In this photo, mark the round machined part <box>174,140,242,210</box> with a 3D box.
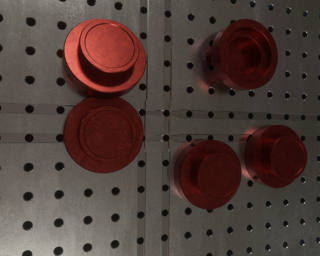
[{"bbox_3d":[0.073,0.066,0.432,0.099,0.042,0.097,0,90,-20],"label":"round machined part"}]

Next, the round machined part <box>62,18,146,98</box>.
[{"bbox_3d":[-0.063,-0.088,0.368,0.099,0.042,0.098,6,72,-19],"label":"round machined part"}]

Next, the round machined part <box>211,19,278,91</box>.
[{"bbox_3d":[0.117,-0.102,0.448,0.099,0.042,0.097,0,90,-21],"label":"round machined part"}]

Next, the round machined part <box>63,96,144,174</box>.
[{"bbox_3d":[-0.067,0.007,0.380,0.099,0.042,0.097,0,90,-20],"label":"round machined part"}]

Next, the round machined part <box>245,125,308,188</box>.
[{"bbox_3d":[0.183,0.044,0.473,0.099,0.042,0.097,0,90,-21],"label":"round machined part"}]
